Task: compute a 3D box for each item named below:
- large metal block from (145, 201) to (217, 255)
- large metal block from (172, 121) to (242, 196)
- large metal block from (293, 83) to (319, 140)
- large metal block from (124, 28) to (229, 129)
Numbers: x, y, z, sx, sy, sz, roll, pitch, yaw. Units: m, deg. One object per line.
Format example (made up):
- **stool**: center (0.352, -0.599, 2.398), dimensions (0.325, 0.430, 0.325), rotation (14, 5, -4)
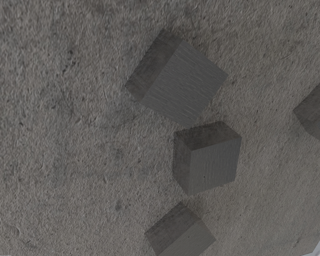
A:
- **large metal block**: center (0.036, 0.184, 0.524), dimensions (0.080, 0.050, 0.080), rotation (-42, 130, 0)
- **large metal block**: center (0.066, 0.043, 0.453), dimensions (0.081, 0.050, 0.079), rotation (-13, 124, -21)
- **large metal block**: center (0.288, -0.028, 0.531), dimensions (0.080, 0.050, 0.080), rotation (-47, 129, 5)
- **large metal block**: center (0.019, -0.056, 0.366), dimensions (0.080, 0.050, 0.080), rotation (27, 104, -37)
